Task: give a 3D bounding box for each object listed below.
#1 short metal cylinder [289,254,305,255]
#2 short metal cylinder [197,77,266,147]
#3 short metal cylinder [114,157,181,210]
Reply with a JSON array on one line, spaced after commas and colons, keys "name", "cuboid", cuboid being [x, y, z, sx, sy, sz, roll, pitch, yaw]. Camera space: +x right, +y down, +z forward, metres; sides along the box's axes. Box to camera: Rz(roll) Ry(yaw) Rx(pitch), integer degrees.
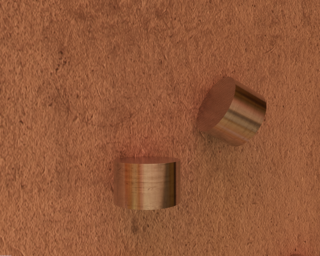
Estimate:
[{"name": "short metal cylinder", "cuboid": [0.227, 0.245, 0.480, 0.081, 0.050, 0.080, 0, 90, -20]}, {"name": "short metal cylinder", "cuboid": [0.094, -0.021, 0.414, 0.050, 0.080, 0.080, 26, 81, -18]}, {"name": "short metal cylinder", "cuboid": [-0.015, 0.063, 0.374, 0.081, 0.080, 0.050, 0, 90, -20]}]
